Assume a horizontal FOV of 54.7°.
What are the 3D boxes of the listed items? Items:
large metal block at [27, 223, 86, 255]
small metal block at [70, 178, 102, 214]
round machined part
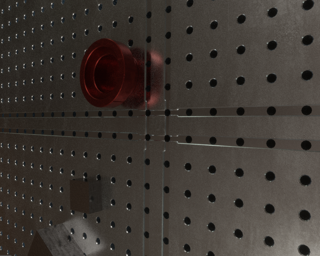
[{"bbox_3d":[-0.186,0.230,0.543,0.080,0.050,0.079,39,113,33],"label":"large metal block"},{"bbox_3d":[-0.122,0.110,0.507,0.050,0.025,0.050,-3,88,39],"label":"small metal block"},{"bbox_3d":[-0.071,-0.078,0.454,0.098,0.042,0.097,0,90,39],"label":"round machined part"}]
